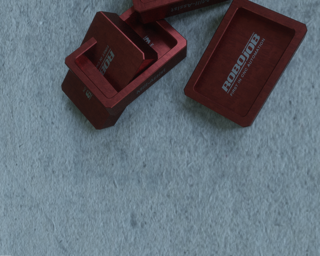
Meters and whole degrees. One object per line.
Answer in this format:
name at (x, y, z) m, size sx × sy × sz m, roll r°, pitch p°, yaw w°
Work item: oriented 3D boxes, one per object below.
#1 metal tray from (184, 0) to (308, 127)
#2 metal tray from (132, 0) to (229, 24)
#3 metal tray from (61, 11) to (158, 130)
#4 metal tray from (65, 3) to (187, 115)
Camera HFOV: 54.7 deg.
metal tray at (0.099, -0.076, 0.371) m, size 0.090 × 0.030 × 0.129 m, roll 32°, pitch 100°, yaw 17°
metal tray at (0.027, -0.190, 0.377) m, size 0.131 × 0.030 × 0.090 m, roll -14°, pitch 80°, yaw 6°
metal tray at (-0.071, -0.073, 0.408) m, size 0.090 × 0.030 × 0.129 m, roll 47°, pitch 122°, yaw 15°
metal tray at (-0.041, -0.090, 0.394) m, size 0.130 × 0.030 × 0.090 m, roll -41°, pitch 76°, yaw -8°
